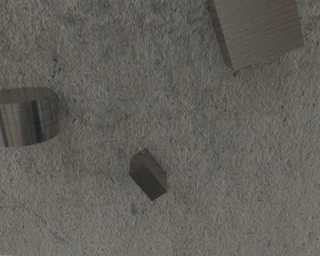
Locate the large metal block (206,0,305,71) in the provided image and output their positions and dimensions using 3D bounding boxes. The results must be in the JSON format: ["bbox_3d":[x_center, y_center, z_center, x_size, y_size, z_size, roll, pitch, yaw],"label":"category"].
[{"bbox_3d":[0.107,-0.120,0.354,0.080,0.050,0.080,-19,109,6],"label":"large metal block"}]

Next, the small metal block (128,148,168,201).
[{"bbox_3d":[-0.015,0.062,0.419,0.025,0.050,0.050,-34,107,11],"label":"small metal block"}]

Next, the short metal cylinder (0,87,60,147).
[{"bbox_3d":[-0.165,-0.016,0.372,0.081,0.080,0.050,-1,110,0],"label":"short metal cylinder"}]
